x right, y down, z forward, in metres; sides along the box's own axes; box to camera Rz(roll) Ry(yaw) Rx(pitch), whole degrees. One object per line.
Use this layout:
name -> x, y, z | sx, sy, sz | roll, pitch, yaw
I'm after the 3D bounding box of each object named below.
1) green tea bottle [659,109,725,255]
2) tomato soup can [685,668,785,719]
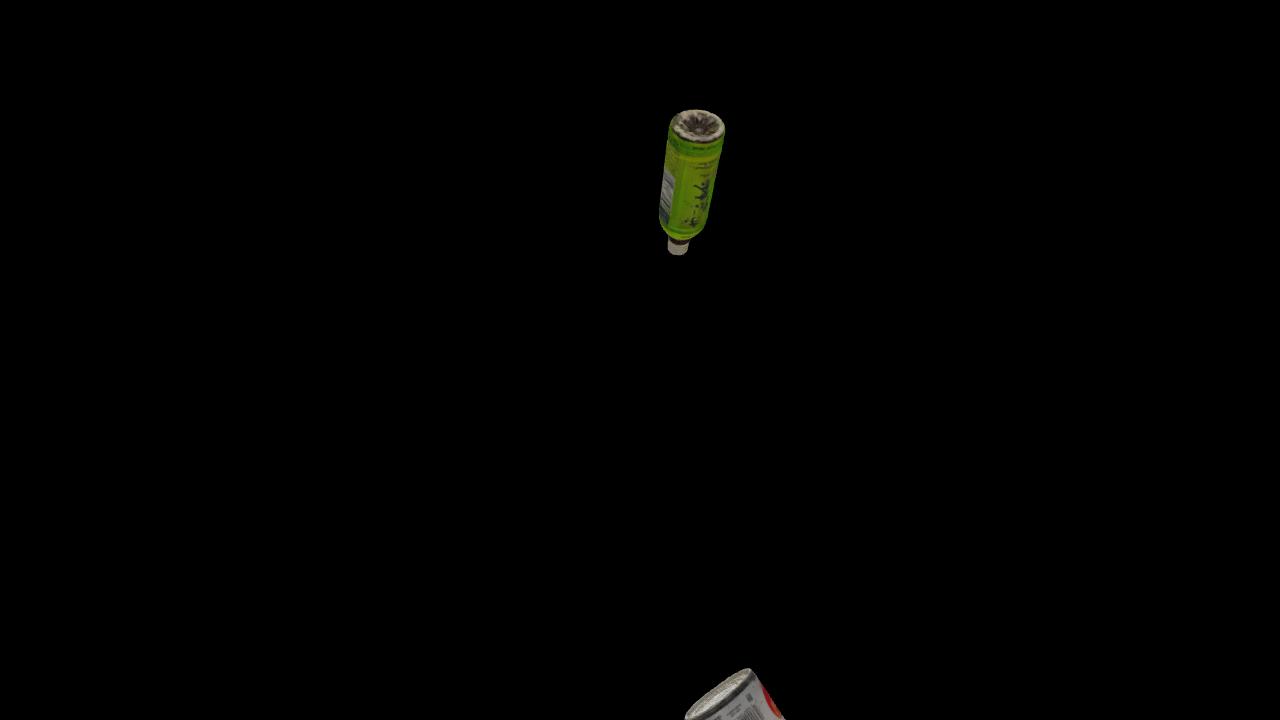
green tea bottle -> 0.062, -0.225, 0.823 | 0.073, 0.073, 0.212 | 0, -33, -6
tomato soup can -> 0.087, 0.299, 0.466 | 0.068, 0.101, 0.068 | -32, -17, -11
